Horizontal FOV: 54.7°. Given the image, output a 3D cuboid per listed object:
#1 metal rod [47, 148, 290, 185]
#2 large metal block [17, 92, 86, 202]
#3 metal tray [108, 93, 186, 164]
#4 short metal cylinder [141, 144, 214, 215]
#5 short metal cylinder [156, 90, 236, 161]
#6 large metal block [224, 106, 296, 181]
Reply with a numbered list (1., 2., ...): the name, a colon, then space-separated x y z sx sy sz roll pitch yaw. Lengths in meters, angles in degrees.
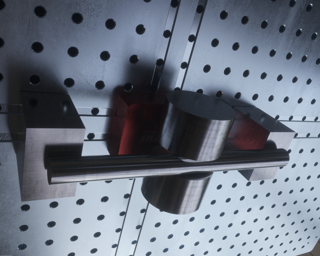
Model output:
1. metal rod: 0.034 0.039 0.349 0.303 0.025 0.025 0 118 -29
2. large metal block: -0.117 0.016 0.320 0.050 0.080 0.079 1 118 -29
3. metal tray: 0.005 0.004 0.413 0.131 0.030 0.089 1 118 -29
4. short metal cylinder: 0.021 0.061 0.386 0.081 0.080 0.050 1 118 -29
5. short metal cylinder: 0.040 -0.005 0.356 0.081 0.080 0.050 1 118 -29
6. large metal block: 0.140 0.022 0.464 0.050 0.080 0.079 1 118 -29
